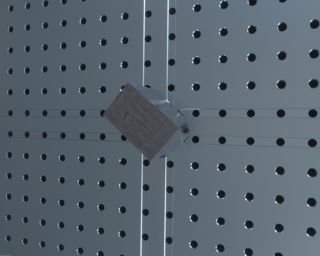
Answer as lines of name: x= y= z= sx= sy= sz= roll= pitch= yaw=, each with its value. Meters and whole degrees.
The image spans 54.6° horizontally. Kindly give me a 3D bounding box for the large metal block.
large metal block: x=-0.010 y=-0.008 z=0.387 sx=0.080 sy=0.080 sz=0.050 roll=43 pitch=104 yaw=14
